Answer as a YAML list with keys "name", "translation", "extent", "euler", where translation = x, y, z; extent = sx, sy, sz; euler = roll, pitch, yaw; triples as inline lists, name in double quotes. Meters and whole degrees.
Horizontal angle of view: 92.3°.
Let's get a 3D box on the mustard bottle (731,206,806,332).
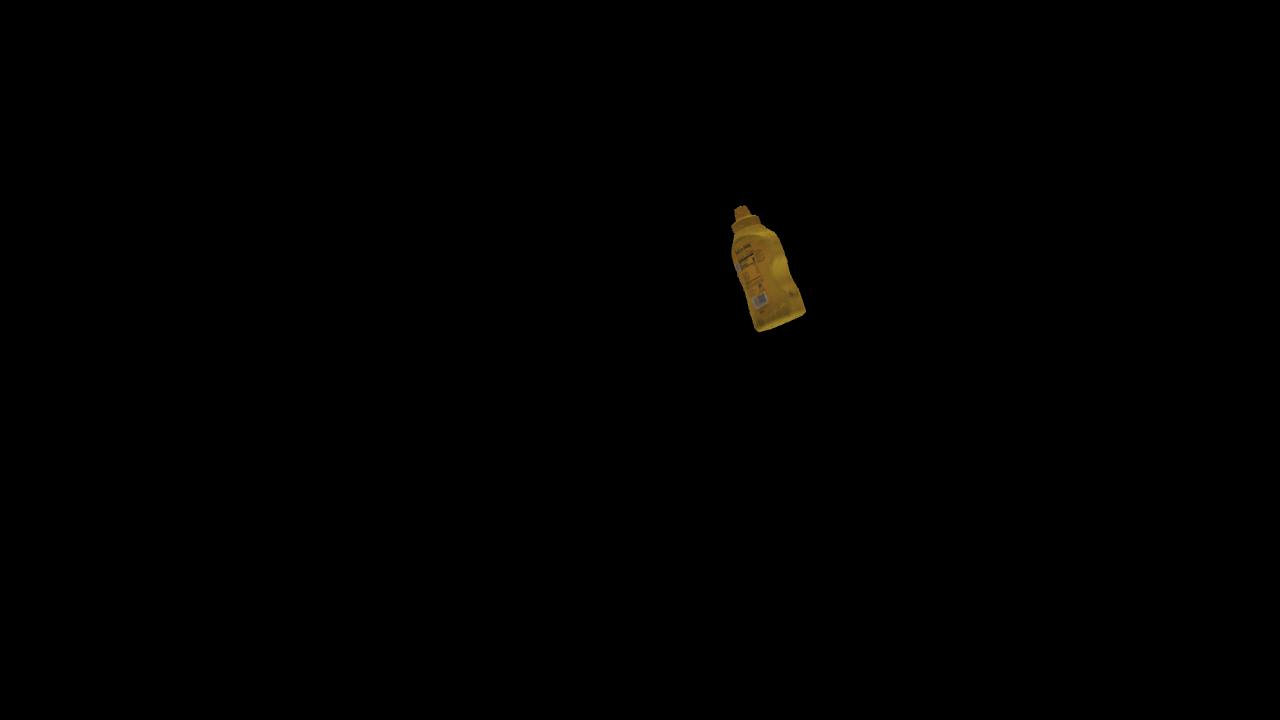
- name: "mustard bottle"
  translation: [0.175, -0.139, 0.898]
  extent: [0.054, 0.184, 0.092]
  euler: [-16, -6, -23]
